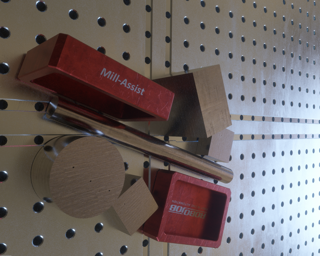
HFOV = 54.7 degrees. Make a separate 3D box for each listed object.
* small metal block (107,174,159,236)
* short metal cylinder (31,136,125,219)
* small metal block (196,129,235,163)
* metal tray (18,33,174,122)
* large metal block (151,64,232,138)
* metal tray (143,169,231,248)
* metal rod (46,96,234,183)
[{"bbox_3d":[-0.036,0.093,0.380,0.050,0.025,0.050,-40,114,-33],"label":"small metal block"},{"bbox_3d":[-0.084,0.048,0.321,0.081,0.050,0.080,0,90,-40],"label":"short metal cylinder"},{"bbox_3d":[0.086,0.024,0.481,0.050,0.025,0.050,22,76,-38],"label":"small metal block"},{"bbox_3d":[-0.062,-0.042,0.313,0.131,0.090,0.030,23,76,-38],"label":"metal tray"},{"bbox_3d":[0.040,-0.034,0.408,0.050,0.080,0.080,-24,105,-38],"label":"large metal block"},{"bbox_3d":[0.044,0.117,0.442,0.131,0.030,0.090,23,76,-38],"label":"metal tray"},{"bbox_3d":[-0.001,0.028,0.408,0.302,0.025,0.025,24,75,-37],"label":"metal rod"}]
